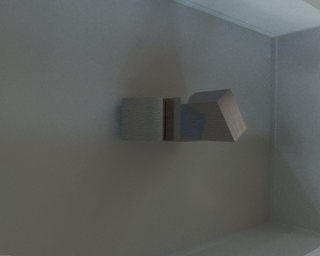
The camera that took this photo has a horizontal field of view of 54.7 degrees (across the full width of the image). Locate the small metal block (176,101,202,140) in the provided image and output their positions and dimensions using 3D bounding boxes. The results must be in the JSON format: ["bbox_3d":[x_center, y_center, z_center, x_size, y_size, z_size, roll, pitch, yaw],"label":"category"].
[{"bbox_3d":[0.038,-0.009,0.417,0.025,0.050,0.050,1,90,-6],"label":"small metal block"}]

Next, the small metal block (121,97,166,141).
[{"bbox_3d":[-0.017,-0.010,0.370,0.025,0.050,0.050,2,89,-74],"label":"small metal block"}]

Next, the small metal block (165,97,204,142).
[{"bbox_3d":[0.034,-0.009,0.366,0.050,0.025,0.050,1,89,-40],"label":"small metal block"}]

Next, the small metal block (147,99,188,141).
[{"bbox_3d":[0.009,-0.009,0.395,0.025,0.050,0.050,1,89,-40],"label":"small metal block"}]

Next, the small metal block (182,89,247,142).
[{"bbox_3d":[0.059,-0.013,0.339,0.025,0.050,0.050,-42,116,-31],"label":"small metal block"}]
